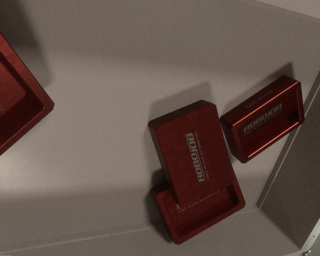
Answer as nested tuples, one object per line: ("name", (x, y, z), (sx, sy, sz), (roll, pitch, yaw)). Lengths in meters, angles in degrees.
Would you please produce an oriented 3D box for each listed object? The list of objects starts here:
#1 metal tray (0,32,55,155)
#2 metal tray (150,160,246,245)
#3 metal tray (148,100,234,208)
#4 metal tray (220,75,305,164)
("metal tray", (-0.154, -0.029, 0.255), (0.090, 0.030, 0.130), (-46, 156, -17))
("metal tray", (0.061, 0.110, 0.485), (0.131, 0.030, 0.090), (-25, 102, -14))
("metal tray", (0.046, 0.036, 0.433), (0.091, 0.030, 0.129), (-23, 111, -15))
("metal tray", (0.165, -0.013, 0.490), (0.130, 0.030, 0.090), (-33, 129, -7))
